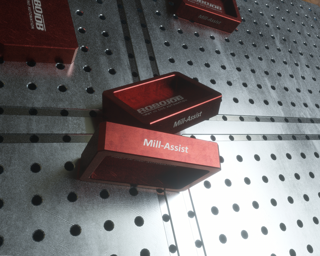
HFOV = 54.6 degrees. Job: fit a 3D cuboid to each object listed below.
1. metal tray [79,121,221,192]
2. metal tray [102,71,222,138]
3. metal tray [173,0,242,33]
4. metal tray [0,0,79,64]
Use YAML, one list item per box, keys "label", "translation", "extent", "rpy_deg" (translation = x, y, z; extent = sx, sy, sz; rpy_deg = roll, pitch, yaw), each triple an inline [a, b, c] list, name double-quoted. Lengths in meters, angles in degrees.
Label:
- label: "metal tray"
  translation: [-0.013, 0.037, 0.336]
  extent: [0.131, 0.090, 0.030]
  rpy_deg: [11, 60, -22]
- label: "metal tray"
  translation: [0.004, -0.031, 0.398]
  extent: [0.131, 0.030, 0.090]
  rpy_deg: [-22, 42, -36]
- label: "metal tray"
  translation: [0.089, -0.241, 0.598]
  extent: [0.131, 0.030, 0.090]
  rpy_deg: [8, 58, -24]
- label: "metal tray"
  translation: [-0.165, -0.147, 0.405]
  extent: [0.091, 0.030, 0.130]
  rpy_deg: [-4, 64, -30]
